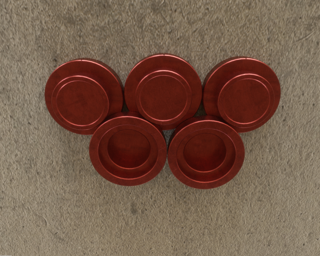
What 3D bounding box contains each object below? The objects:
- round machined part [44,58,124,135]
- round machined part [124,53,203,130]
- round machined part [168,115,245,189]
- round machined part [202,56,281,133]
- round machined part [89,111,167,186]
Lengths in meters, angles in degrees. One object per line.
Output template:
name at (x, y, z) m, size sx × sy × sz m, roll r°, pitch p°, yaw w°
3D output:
round machined part at (-0.095, -0.036, 0.387) m, size 0.099 × 0.042 × 0.097 m, roll 0°, pitch 110°, yaw -1°
round machined part at (0.004, -0.042, 0.387) m, size 0.099 × 0.042 × 0.097 m, roll 0°, pitch 110°, yaw -1°
round machined part at (0.059, 0.029, 0.413) m, size 0.099 × 0.042 × 0.097 m, roll 0°, pitch 110°, yaw -1°
round machined part at (0.103, -0.039, 0.389) m, size 0.099 × 0.042 × 0.097 m, roll 0°, pitch 110°, yaw -1°
round machined part at (-0.040, 0.024, 0.410) m, size 0.099 × 0.042 × 0.097 m, roll 0°, pitch 110°, yaw -1°
